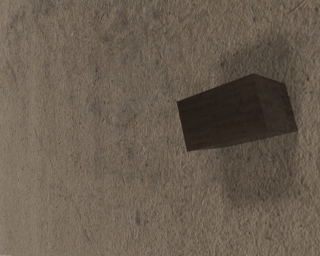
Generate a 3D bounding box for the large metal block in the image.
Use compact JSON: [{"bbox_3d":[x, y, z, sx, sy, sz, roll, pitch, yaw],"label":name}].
[{"bbox_3d":[0.077,-0.011,0.305,0.080,0.081,0.050,-18,79,38],"label":"large metal block"}]
